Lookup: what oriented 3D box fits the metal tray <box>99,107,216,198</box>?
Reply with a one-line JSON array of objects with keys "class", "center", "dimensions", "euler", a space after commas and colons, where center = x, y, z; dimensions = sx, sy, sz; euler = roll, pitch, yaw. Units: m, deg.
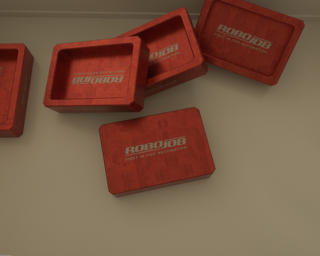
[{"class": "metal tray", "center": [-0.005, 0.030, 0.396], "dimensions": [0.131, 0.030, 0.090], "euler": [-11, 71, -5]}]

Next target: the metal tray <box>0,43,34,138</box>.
[{"class": "metal tray", "center": [-0.231, -0.052, 0.423], "dimensions": [0.091, 0.030, 0.130], "euler": [-1, 70, -1]}]

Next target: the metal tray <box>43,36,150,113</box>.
[{"class": "metal tray", "center": [-0.083, -0.067, 0.402], "dimensions": [0.130, 0.030, 0.090], "euler": [1, 76, 20]}]

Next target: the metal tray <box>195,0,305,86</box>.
[{"class": "metal tray", "center": [0.114, -0.123, 0.426], "dimensions": [0.131, 0.030, 0.089], "euler": [22, 112, 7]}]

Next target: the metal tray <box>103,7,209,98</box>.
[{"class": "metal tray", "center": [-0.011, -0.094, 0.417], "dimensions": [0.130, 0.030, 0.090], "euler": [-20, 70, 15]}]
